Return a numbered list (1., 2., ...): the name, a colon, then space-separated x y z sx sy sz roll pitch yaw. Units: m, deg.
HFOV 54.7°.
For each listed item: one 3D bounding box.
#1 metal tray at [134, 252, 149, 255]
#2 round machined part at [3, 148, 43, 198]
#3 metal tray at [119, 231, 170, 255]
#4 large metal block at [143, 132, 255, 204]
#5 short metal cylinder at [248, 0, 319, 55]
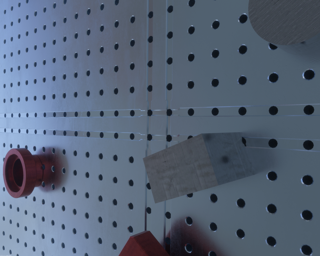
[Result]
1. metal tray: 0.005 0.234 0.402 0.130 0.030 0.089 15 99 39
2. round machined part: -0.273 0.089 0.624 0.098 0.042 0.097 0 90 40
3. metal tray: -0.005 0.203 0.371 0.130 0.030 0.089 43 116 31
4. large metal block: 0.043 0.042 0.338 0.080 0.081 0.050 -26 74 37
5. short metal cylinder: 0.130 -0.112 0.286 0.080 0.050 0.079 0 90 40
